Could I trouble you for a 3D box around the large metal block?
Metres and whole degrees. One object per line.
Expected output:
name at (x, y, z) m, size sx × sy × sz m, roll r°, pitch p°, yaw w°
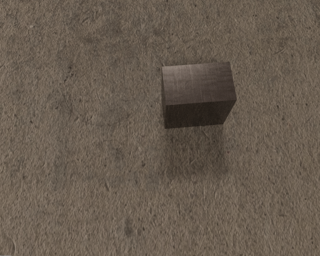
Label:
large metal block at (0.044, -0.039, 0.394) m, size 0.081 × 0.080 × 0.050 m, roll -5°, pitch 70°, yaw -2°
